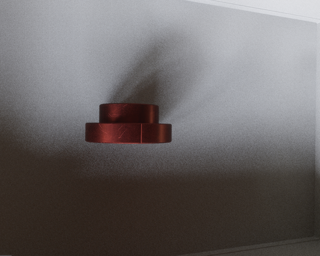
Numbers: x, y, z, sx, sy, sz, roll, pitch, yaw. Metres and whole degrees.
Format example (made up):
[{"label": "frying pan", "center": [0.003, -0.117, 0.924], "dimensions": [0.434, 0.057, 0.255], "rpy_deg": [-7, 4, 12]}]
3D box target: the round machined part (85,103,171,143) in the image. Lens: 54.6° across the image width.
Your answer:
[{"label": "round machined part", "center": [-0.035, -0.006, 0.358], "dimensions": [0.099, 0.098, 0.042], "rpy_deg": [1, 90, -20]}]
